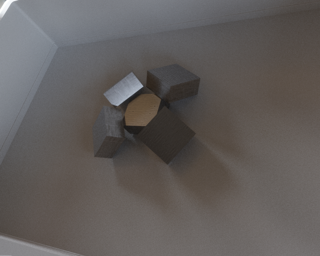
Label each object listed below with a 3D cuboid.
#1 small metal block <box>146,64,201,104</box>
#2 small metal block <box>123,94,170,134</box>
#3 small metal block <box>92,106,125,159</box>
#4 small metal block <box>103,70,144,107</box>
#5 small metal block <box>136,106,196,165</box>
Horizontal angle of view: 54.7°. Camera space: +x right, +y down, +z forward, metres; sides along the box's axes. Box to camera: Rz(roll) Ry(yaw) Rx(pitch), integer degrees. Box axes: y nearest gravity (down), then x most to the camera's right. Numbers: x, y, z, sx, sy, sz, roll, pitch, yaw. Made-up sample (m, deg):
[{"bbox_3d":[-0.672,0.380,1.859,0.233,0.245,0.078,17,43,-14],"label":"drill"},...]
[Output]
[{"bbox_3d":[0.017,-0.061,0.416,0.050,0.025,0.050,-20,43,-32],"label":"small metal block"},{"bbox_3d":[-0.019,-0.019,0.424,0.050,0.025,0.050,2,62,29],"label":"small metal block"},{"bbox_3d":[-0.071,0.006,0.422,0.050,0.025,0.050,-53,39,42],"label":"small metal block"},{"bbox_3d":[-0.052,-0.058,0.450,0.050,0.025,0.050,-37,14,4],"label":"small metal block"},{"bbox_3d":[0.007,0.010,0.379,0.050,0.025,0.050,42,84,4],"label":"small metal block"}]
